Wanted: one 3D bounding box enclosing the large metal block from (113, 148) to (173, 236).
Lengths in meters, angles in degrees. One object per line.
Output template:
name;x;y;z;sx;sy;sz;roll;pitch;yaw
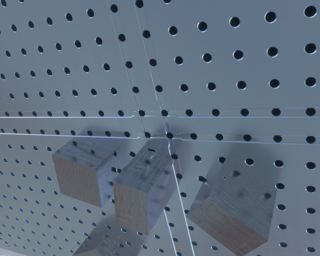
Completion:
large metal block;-0.022;0.089;0.440;0.050;0.080;0.079;14;124;20

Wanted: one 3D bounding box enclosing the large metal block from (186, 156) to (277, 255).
large metal block;0.091;0.096;0.386;0.080;0.080;0.050;37;129;3

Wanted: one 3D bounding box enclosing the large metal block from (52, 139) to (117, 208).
large metal block;-0.118;0.072;0.499;0.080;0.050;0.079;13;124;20

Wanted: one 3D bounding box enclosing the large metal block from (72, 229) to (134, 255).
large metal block;-0.109;0.252;0.606;0.080;0.050;0.080;-30;102;37
